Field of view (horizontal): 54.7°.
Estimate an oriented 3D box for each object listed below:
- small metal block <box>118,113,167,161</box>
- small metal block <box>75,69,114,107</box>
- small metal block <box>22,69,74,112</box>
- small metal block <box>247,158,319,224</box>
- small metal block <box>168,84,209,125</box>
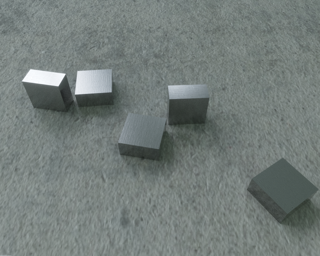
[{"bbox_3d":[-0.021,0.011,0.394,0.050,0.025,0.050,9,51,7],"label":"small metal block"},{"bbox_3d":[-0.094,-0.059,0.451,0.050,0.025,0.050,-4,50,-4],"label":"small metal block"},{"bbox_3d":[-0.153,-0.051,0.428,0.050,0.050,0.025,8,51,6],"label":"small metal block"},{"bbox_3d":[0.136,0.069,0.347,0.050,0.025,0.050,-27,56,-22],"label":"small metal block"},{"bbox_3d":[0.036,-0.031,0.413,0.050,0.050,0.025,-2,50,-3],"label":"small metal block"}]
